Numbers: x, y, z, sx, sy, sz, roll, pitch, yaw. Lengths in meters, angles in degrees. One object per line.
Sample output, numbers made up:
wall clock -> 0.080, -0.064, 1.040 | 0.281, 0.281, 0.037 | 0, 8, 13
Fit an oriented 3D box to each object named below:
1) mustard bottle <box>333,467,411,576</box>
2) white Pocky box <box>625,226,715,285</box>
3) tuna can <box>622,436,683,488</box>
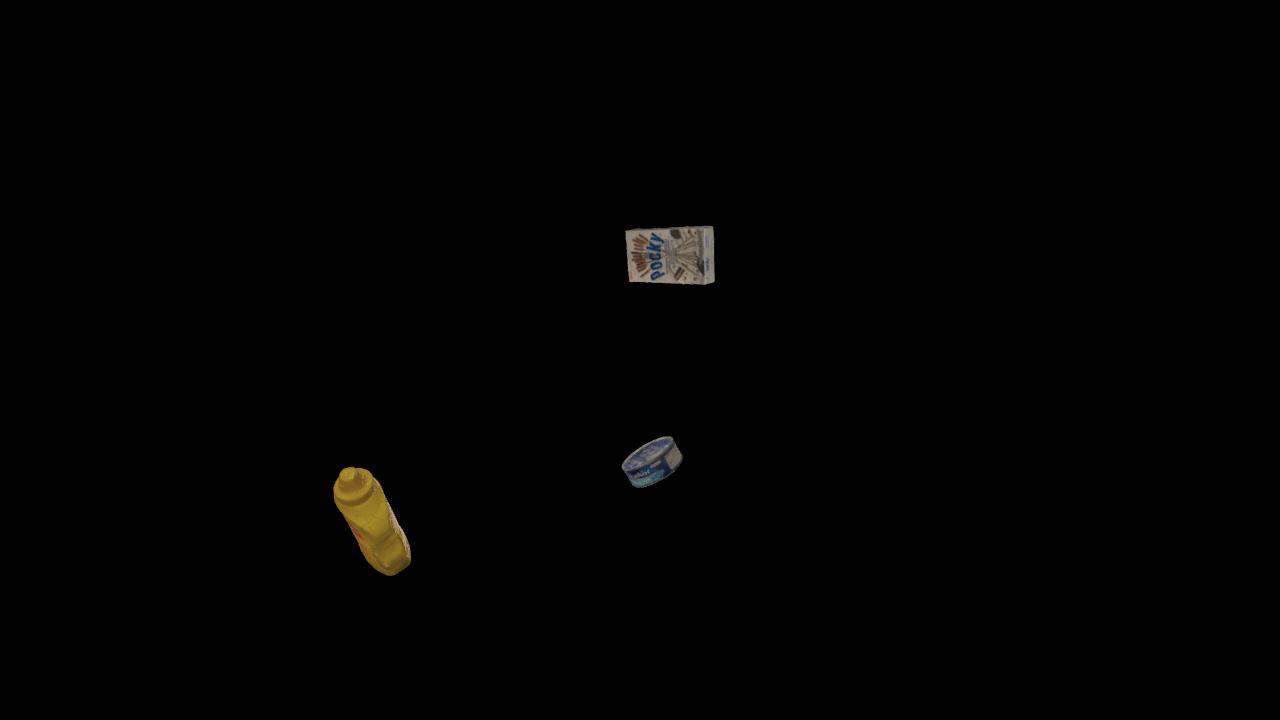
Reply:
mustard bottle -> -0.324, 0.183, 0.735 | 0.054, 0.184, 0.092 | -26, 56, -27
white Pocky box -> 0.044, -0.158, 0.930 | 0.154, 0.084, 0.028 | 8, 18, 41
tuna can -> 0.018, 0.144, 0.869 | 0.084, 0.034, 0.084 | -29, 8, 5
